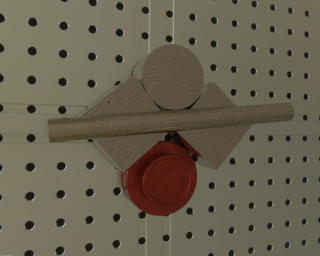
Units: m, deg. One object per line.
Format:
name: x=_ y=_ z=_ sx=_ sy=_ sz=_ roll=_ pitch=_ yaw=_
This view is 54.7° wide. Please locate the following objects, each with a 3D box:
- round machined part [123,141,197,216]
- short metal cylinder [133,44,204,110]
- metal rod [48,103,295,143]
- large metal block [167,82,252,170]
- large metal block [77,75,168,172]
round machined part: x=0.005 y=0.065 z=0.401 sx=0.099 sy=0.042 sz=0.097 roll=0 pitch=90 yaw=-20
short metal cylinder: x=0.009 y=-0.062 z=0.399 sx=0.081 sy=0.050 sz=0.079 roll=0 pitch=90 yaw=-20
metal rod: x=0.029 y=-0.009 z=0.364 sx=0.303 sy=0.025 sz=0.025 roll=-5 pitch=92 yaw=-20
large metal block: x=0.062 y=-0.003 z=0.416 sx=0.080 sy=0.050 sz=0.080 roll=44 pitch=77 yaw=-15
large metal block: x=-0.045 y=-0.006 z=0.379 sx=0.080 sy=0.050 sz=0.080 roll=-41 pitch=105 yaw=-16
